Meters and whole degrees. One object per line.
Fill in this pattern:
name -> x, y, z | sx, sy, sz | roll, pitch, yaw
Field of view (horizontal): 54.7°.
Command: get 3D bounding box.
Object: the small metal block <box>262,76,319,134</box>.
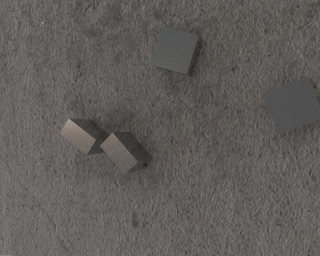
small metal block -> 0.152, -0.025, 0.355 | 0.050, 0.025, 0.050 | -22, 83, 18

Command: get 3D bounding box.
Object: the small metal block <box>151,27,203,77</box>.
small metal block -> 0.022, -0.098, 0.401 | 0.050, 0.025, 0.050 | 18, 96, 19

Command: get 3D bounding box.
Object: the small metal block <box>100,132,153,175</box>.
small metal block -> -0.043, 0.032, 0.411 | 0.025, 0.050, 0.050 | -46, 76, 14

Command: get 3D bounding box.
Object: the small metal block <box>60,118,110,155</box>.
small metal block -> -0.100, 0.011, 0.431 | 0.050, 0.050, 0.025 | 35, 102, 16
